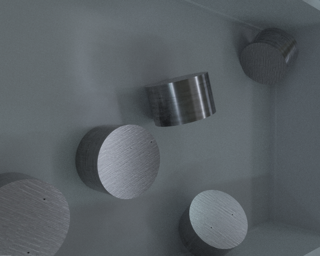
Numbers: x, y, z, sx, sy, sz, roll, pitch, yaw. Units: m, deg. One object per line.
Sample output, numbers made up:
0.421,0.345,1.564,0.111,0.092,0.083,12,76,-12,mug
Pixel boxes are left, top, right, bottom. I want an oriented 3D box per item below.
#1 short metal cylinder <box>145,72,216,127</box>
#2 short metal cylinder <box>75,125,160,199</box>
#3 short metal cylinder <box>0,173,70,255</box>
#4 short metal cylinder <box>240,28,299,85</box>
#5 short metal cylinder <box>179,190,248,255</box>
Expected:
0.026,-0.037,0.393,0.081,0.080,0.050,-23,105,-38,short metal cylinder
-0.047,0.036,0.351,0.081,0.050,0.080,0,90,-40,short metal cylinder
-0.131,0.083,0.281,0.081,0.050,0.080,0,90,-40,short metal cylinder
0.185,-0.121,0.525,0.050,0.080,0.080,-47,118,-30,short metal cylinder
0.071,0.132,0.423,0.081,0.050,0.080,9,50,-10,short metal cylinder
